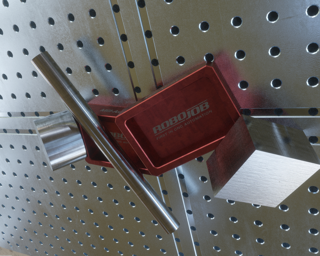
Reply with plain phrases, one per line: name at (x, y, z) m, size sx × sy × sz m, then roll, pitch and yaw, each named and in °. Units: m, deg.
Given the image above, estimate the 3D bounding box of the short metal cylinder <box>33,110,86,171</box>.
short metal cylinder at (-0.149, 0.018, 0.462) m, size 0.080 × 0.050 × 0.079 m, roll 47°, pitch 149°, yaw 41°

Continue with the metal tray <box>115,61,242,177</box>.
metal tray at (0.025, -0.008, 0.366) m, size 0.130 × 0.030 × 0.090 m, roll -28°, pitch 104°, yaw 20°

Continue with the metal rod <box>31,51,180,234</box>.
metal rod at (-0.068, 0.027, 0.425) m, size 0.025 × 0.025 × 0.299 m, roll -28°, pitch 103°, yaw 37°

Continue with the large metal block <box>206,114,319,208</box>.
large metal block at (0.109, 0.039, 0.339) m, size 0.081 × 0.050 × 0.079 m, roll 13°, pitch 131°, yaw -18°

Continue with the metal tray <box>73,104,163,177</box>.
metal tray at (-0.056, 0.016, 0.447) m, size 0.130 × 0.030 × 0.089 m, roll 7°, pitch 122°, yaw 24°
